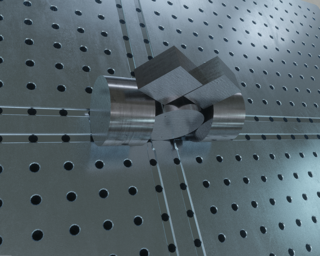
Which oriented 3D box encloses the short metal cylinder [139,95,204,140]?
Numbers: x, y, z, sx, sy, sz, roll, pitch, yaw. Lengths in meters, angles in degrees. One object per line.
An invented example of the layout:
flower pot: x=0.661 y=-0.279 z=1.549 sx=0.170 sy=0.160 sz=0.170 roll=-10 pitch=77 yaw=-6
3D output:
short metal cylinder: x=0.010 y=-0.024 z=0.393 sx=0.081 sy=0.080 sz=0.050 roll=1 pitch=62 yaw=-28

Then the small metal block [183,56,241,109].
small metal block: x=0.057 y=-0.050 z=0.355 sx=0.050 sy=0.050 sz=0.025 roll=24 pitch=46 yaw=-53

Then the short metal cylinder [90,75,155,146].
short metal cylinder: x=-0.046 y=-0.019 z=0.359 sx=0.050 sy=0.080 sz=0.080 roll=1 pitch=61 yaw=-28

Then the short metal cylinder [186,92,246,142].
short metal cylinder: x=0.069 y=-0.021 z=0.422 sx=0.050 sy=0.080 sz=0.080 roll=0 pitch=62 yaw=-27

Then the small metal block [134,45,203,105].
small metal block: x=0.009 y=-0.053 z=0.325 sx=0.050 sy=0.050 sz=0.025 roll=25 pitch=45 yaw=-54
